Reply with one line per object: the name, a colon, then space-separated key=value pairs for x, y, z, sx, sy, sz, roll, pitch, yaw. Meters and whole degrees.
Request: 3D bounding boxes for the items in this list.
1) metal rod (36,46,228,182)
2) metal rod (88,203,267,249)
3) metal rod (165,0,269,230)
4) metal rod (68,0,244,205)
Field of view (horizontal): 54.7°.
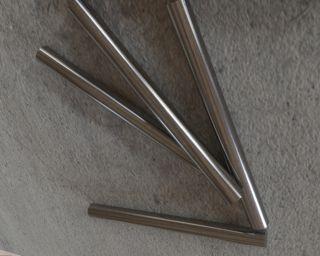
metal rod: x=-0.038 y=-0.018 z=0.414 sx=0.301 sy=0.025 sz=0.025 roll=34 pitch=129 yaw=5
metal rod: x=0.011 y=0.150 z=0.492 sx=0.301 sy=0.025 sz=0.025 roll=1 pitch=119 yaw=27
metal rod: x=0.075 y=-0.001 z=0.365 sx=0.025 sy=0.025 sz=0.299 roll=-12 pitch=113 yaw=33
metal rod: x=-0.003 y=-0.031 z=0.372 sx=0.300 sy=0.025 sz=0.025 roll=50 pitch=128 yaw=-2
